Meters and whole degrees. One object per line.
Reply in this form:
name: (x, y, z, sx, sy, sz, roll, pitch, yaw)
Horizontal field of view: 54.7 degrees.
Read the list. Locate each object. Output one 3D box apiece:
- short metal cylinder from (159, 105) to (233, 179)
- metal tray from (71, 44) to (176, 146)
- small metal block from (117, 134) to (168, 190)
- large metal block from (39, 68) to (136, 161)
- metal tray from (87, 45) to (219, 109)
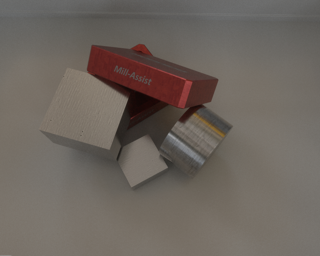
short metal cylinder: (0.044, 0.015, 0.375, 0.050, 0.080, 0.080, 38, 74, 12)
metal tray: (-0.054, -0.047, 0.421, 0.131, 0.030, 0.090, -32, 74, -12)
small metal block: (-0.024, 0.043, 0.392, 0.050, 0.025, 0.050, -27, 73, -10)
large metal block: (-0.080, -0.015, 0.365, 0.080, 0.050, 0.080, 16, 71, 5)
metal tray: (-0.008, -0.063, 0.365, 0.130, 0.091, 0.030, 24, 110, 23)
